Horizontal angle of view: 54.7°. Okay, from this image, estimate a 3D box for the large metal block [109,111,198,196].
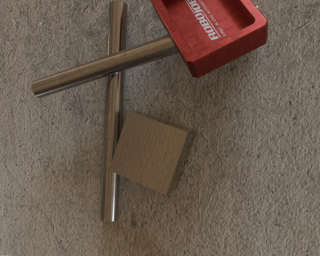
[{"bbox_3d":[-0.008,0.029,0.398,0.080,0.050,0.080,20,97,18],"label":"large metal block"}]

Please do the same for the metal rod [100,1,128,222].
[{"bbox_3d":[-0.064,-0.022,0.430,0.025,0.025,0.298,3,91,19],"label":"metal rod"}]

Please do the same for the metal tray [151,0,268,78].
[{"bbox_3d":[0.051,-0.130,0.355,0.090,0.030,0.130,-27,61,5],"label":"metal tray"}]

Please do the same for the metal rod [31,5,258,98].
[{"bbox_3d":[-0.025,-0.093,0.395,0.301,0.025,0.025,-16,85,11],"label":"metal rod"}]
